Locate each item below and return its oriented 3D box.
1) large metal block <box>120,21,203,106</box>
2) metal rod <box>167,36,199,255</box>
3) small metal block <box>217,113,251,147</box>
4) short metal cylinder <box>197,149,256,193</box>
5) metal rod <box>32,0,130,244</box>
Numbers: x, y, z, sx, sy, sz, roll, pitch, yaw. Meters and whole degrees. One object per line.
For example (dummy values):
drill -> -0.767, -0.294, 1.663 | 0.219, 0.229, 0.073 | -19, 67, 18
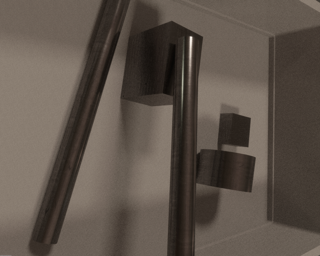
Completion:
large metal block -> 0.001, -0.072, 0.373 | 0.050, 0.080, 0.080 | 12, 83, -40
metal rod -> 0.022, 0.054, 0.296 | 0.025, 0.025, 0.299 | 13, 74, -40
small metal block -> 0.124, 0.004, 0.513 | 0.050, 0.025, 0.050 | 10, 84, -40
short metal cylinder -> 0.096, 0.062, 0.454 | 0.081, 0.080, 0.050 | 16, 80, -39
metal rod -> -0.080, -0.029, 0.340 | 0.025, 0.025, 0.299 | 24, 75, -38
